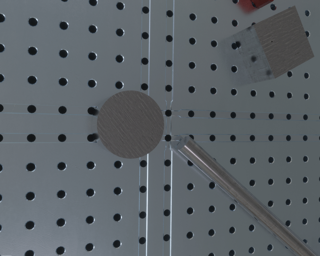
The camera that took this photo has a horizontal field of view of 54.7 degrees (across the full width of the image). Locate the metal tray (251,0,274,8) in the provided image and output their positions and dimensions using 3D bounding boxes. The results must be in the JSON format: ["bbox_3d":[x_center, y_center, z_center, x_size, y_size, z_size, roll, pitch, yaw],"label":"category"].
[{"bbox_3d":[0.169,-0.261,0.471,0.090,0.030,0.130,45,76,-15],"label":"metal tray"}]

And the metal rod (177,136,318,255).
[{"bbox_3d":[0.139,0.117,0.464,0.300,0.025,0.025,42,77,-15],"label":"metal rod"}]

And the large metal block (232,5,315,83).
[{"bbox_3d":[0.168,-0.123,0.461,0.080,0.050,0.080,-29,100,-18],"label":"large metal block"}]

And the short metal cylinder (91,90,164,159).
[{"bbox_3d":[-0.041,-0.004,0.384,0.081,0.050,0.079,0,90,-20],"label":"short metal cylinder"}]
